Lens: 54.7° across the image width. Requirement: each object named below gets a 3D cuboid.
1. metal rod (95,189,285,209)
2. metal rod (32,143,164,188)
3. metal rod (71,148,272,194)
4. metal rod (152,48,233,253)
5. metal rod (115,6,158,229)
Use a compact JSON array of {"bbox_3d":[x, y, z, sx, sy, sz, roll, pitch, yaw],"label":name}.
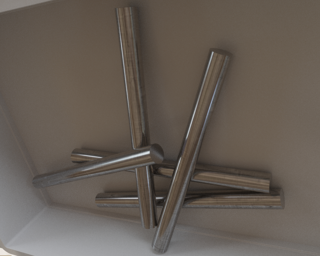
[{"bbox_3d":[0.024,0.106,0.458,0.300,0.025,0.025,-8,114,31],"label":"metal rod"},{"bbox_3d":[-0.113,0.065,0.472,0.299,0.025,0.025,-17,110,40],"label":"metal rod"},{"bbox_3d":[-0.001,0.056,0.441,0.301,0.025,0.025,5,121,25],"label":"metal rod"},{"bbox_3d":[0.032,0.048,0.393,0.025,0.025,0.298,22,119,14],"label":"metal rod"},{"bbox_3d":[-0.026,0.004,0.399,0.025,0.025,0.298,6,115,24],"label":"metal rod"}]
